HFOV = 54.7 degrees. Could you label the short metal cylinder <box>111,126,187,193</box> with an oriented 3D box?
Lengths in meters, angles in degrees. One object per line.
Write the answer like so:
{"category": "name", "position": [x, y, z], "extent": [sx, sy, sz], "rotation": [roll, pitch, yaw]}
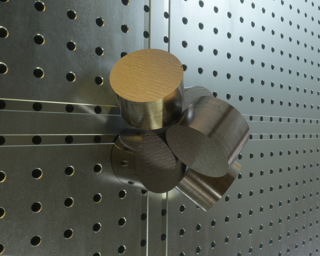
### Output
{"category": "short metal cylinder", "position": [-0.012, 0.037, 0.384], "extent": [0.081, 0.050, 0.079], "rotation": [0, 90, -40]}

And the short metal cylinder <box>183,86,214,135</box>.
{"category": "short metal cylinder", "position": [0.036, -0.015, 0.424], "extent": [0.081, 0.050, 0.079], "rotation": [0, 90, -40]}

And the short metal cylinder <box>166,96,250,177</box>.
{"category": "short metal cylinder", "position": [0.054, 0.010, 0.354], "extent": [0.050, 0.080, 0.080], "rotation": [-49, 120, -29]}

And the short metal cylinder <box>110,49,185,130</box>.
{"category": "short metal cylinder", "position": [-0.012, -0.045, 0.355], "extent": [0.080, 0.080, 0.050], "rotation": [-54, 156, -27]}

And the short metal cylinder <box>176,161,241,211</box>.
{"category": "short metal cylinder", "position": [0.064, 0.065, 0.420], "extent": [0.050, 0.080, 0.080], "rotation": [39, 61, 6]}
